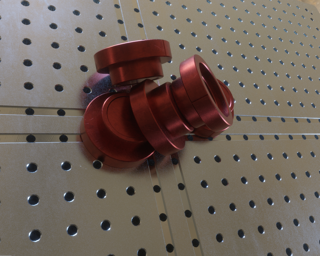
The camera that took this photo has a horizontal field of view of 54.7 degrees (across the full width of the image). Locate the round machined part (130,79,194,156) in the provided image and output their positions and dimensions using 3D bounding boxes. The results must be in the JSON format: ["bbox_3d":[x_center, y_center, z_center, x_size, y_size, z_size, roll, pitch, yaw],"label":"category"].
[{"bbox_3d":[0.008,-0.018,0.384,0.098,0.042,0.098,53,21,-30],"label":"round machined part"}]

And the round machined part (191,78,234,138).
[{"bbox_3d":[0.070,-0.038,0.460,0.099,0.042,0.098,14,56,-21],"label":"round machined part"}]

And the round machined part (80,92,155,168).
[{"bbox_3d":[-0.043,-0.004,0.378,0.099,0.042,0.098,14,56,-21],"label":"round machined part"}]

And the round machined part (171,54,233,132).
[{"bbox_3d":[0.050,-0.039,0.388,0.098,0.042,0.098,47,27,-34],"label":"round machined part"}]

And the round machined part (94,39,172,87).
[{"bbox_3d":[-0.032,-0.080,0.401,0.099,0.098,0.042,-13,95,-34],"label":"round machined part"}]
